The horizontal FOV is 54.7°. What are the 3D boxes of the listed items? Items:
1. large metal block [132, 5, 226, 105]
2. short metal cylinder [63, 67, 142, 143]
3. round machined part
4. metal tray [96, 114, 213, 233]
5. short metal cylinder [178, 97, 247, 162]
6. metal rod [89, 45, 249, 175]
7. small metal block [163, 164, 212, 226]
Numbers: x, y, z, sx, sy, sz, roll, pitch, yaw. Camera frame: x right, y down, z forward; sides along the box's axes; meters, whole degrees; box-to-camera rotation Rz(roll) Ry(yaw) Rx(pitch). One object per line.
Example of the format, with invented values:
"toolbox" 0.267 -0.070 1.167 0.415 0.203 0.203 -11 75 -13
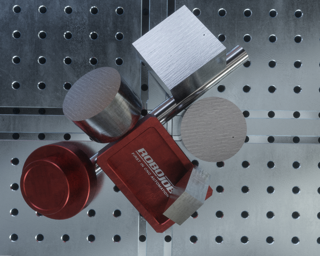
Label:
"large metal block" 0.026 -0.090 0.389 0.080 0.050 0.080 -37 71 0
"short metal cylinder" -0.070 -0.028 0.380 0.080 0.050 0.080 -15 51 20
"round machined part" -0.134 0.069 0.391 0.098 0.042 0.097 2 96 15
"metal tray" -0.006 0.058 0.396 0.090 0.030 0.130 -38 103 0
"short metal cylinder" 0.065 0.002 0.401 0.081 0.050 0.079 0 90 0
"metal rod" -0.009 -0.009 0.415 0.300 0.025 0.025 -37 90 0
"small metal block" 0.033 0.080 0.372 0.025 0.050 0.050 35 125 -2
